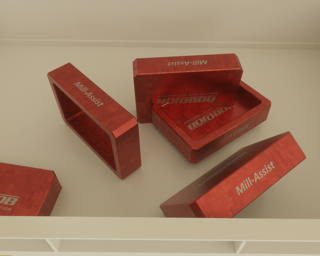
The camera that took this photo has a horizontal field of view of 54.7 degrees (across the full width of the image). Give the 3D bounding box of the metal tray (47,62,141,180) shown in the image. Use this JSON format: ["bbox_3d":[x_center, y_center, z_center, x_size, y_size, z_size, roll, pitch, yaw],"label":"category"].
[{"bbox_3d":[-0.077,-0.009,0.368,0.030,0.089,0.130,-36,59,-26],"label":"metal tray"}]

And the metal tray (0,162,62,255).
[{"bbox_3d":[-0.185,0.082,0.331,0.131,0.030,0.090,8,50,6],"label":"metal tray"}]

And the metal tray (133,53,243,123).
[{"bbox_3d":[0.033,-0.049,0.404,0.131,0.089,0.030,-4,51,-4],"label":"metal tray"}]

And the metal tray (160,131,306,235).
[{"bbox_3d":[0.071,0.055,0.315,0.131,0.090,0.030,-30,86,-23],"label":"metal tray"}]

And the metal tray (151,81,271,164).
[{"bbox_3d":[0.066,-0.020,0.405,0.131,0.030,0.090,-28,53,-22],"label":"metal tray"}]
